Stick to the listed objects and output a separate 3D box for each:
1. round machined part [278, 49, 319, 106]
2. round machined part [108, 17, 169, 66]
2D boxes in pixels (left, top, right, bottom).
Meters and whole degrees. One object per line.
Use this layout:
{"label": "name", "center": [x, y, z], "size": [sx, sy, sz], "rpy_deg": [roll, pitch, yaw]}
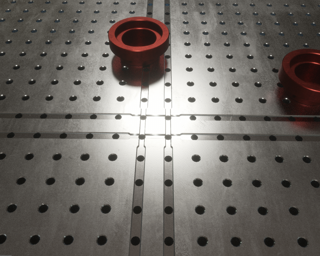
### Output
{"label": "round machined part", "center": [0.226, -0.071, 0.460], "size": [0.099, 0.042, 0.098], "rpy_deg": [0, 50, 0]}
{"label": "round machined part", "center": [-0.034, -0.140, 0.514], "size": [0.099, 0.042, 0.098], "rpy_deg": [0, 50, 0]}
